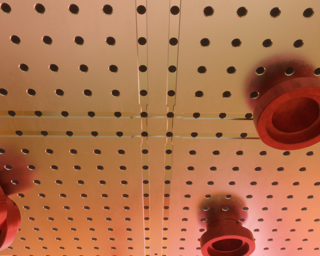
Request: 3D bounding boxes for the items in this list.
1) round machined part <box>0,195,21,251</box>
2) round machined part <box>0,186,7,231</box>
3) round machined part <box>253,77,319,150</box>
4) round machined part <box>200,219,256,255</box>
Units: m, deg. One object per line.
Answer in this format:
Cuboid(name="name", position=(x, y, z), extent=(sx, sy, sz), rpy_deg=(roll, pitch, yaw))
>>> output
Cuboid(name="round machined part", position=(-0.268, 0.151, 0.503), extent=(0.098, 0.098, 0.042), rpy_deg=(-23, 169, 18))
Cuboid(name="round machined part", position=(-0.284, 0.124, 0.466), extent=(0.098, 0.098, 0.042), rpy_deg=(-22, 169, 18))
Cuboid(name="round machined part", position=(0.165, -0.021, 0.383), extent=(0.099, 0.042, 0.097), rpy_deg=(0, 130, 0))
Cuboid(name="round machined part", position=(0.123, 0.206, 0.577), extent=(0.099, 0.042, 0.097), rpy_deg=(0, 130, 0))
